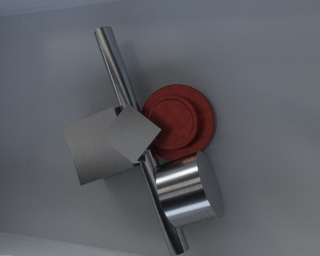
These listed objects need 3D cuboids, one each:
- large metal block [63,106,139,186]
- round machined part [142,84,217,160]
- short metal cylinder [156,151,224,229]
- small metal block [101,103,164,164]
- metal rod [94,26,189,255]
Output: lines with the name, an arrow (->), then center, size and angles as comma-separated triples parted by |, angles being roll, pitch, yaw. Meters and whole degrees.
large metal block -> -0.072, 0.024, 0.417 | 0.080, 0.050, 0.080 | -21, 83, 18
round machined part -> 0.019, -0.007, 0.392 | 0.098, 0.042, 0.097 | 0, 90, 19
short metal cylinder -> 0.037, 0.073, 0.366 | 0.050, 0.080, 0.080 | -22, 83, 18
small metal block -> -0.032, 0.007, 0.368 | 0.050, 0.025, 0.050 | 38, 91, 8
metal rod -> -0.026, 0.011, 0.395 | 0.025, 0.025, 0.299 | -22, 83, 18
